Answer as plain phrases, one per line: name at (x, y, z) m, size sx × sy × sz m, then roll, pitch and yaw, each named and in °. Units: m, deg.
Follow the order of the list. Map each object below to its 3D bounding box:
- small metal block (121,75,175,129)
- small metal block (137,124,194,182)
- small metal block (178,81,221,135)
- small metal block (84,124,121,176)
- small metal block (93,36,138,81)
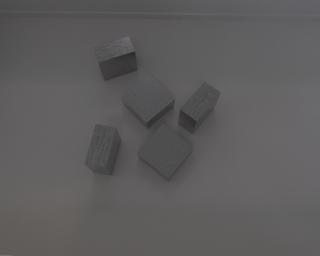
small metal block at (-0.016, -0.035, 0.422) m, size 0.050 × 0.025 × 0.050 m, roll -41°, pitch 75°, yaw -14°
small metal block at (0.007, 0.032, 0.398) m, size 0.050 × 0.025 × 0.050 m, roll 38°, pitch 74°, yaw 12°
small metal block at (0.050, -0.025, 0.406) m, size 0.025 × 0.050 × 0.050 m, roll 37°, pitch 74°, yaw 12°
small metal block at (-0.069, 0.029, 0.385) m, size 0.025 × 0.050 × 0.050 m, roll 11°, pitch 71°, yaw 4°
small metal block at (-0.061, -0.095, 0.431) m, size 0.050 × 0.050 × 0.025 m, roll -19°, pitch 71°, yaw -7°
